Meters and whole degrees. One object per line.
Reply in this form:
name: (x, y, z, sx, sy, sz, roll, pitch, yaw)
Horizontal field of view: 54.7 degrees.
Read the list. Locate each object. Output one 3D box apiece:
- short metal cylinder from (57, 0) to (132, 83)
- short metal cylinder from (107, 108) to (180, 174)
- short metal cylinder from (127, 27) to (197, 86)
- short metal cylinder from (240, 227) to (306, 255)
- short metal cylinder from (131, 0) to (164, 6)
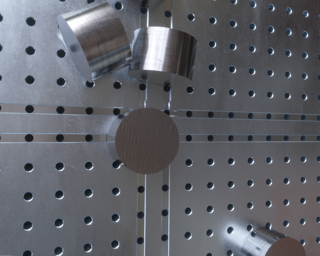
short metal cylinder: (-0.075, -0.099, 0.356, 0.050, 0.080, 0.080, -29, 100, -18)
short metal cylinder: (-0.022, 0.015, 0.392, 0.081, 0.050, 0.079, 0, 90, -21)
short metal cylinder: (0.003, -0.086, 0.385, 0.081, 0.080, 0.050, 9, 87, -20)
short metal cylinder: (0.169, 0.196, 0.464, 0.081, 0.050, 0.079, 0, 90, -21)
short metal cylinder: (-0.012, -0.205, 0.396, 0.081, 0.050, 0.079, 0, 90, -21)
